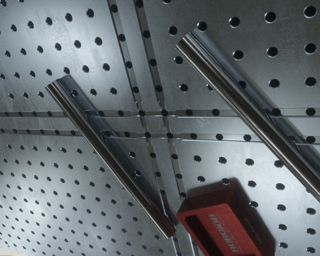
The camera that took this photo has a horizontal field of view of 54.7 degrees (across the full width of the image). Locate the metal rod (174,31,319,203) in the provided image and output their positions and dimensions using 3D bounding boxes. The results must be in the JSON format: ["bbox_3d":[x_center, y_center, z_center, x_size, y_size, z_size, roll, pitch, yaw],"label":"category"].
[{"bbox_3d":[0.129,0.011,0.349,0.300,0.025,0.025,46,129,-5],"label":"metal rod"}]

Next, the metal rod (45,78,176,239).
[{"bbox_3d":[-0.071,0.054,0.479,0.025,0.025,0.299,-28,104,37],"label":"metal rod"}]

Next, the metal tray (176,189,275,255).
[{"bbox_3d":[0.096,0.156,0.453,0.090,0.030,0.130,-24,106,36],"label":"metal tray"}]
